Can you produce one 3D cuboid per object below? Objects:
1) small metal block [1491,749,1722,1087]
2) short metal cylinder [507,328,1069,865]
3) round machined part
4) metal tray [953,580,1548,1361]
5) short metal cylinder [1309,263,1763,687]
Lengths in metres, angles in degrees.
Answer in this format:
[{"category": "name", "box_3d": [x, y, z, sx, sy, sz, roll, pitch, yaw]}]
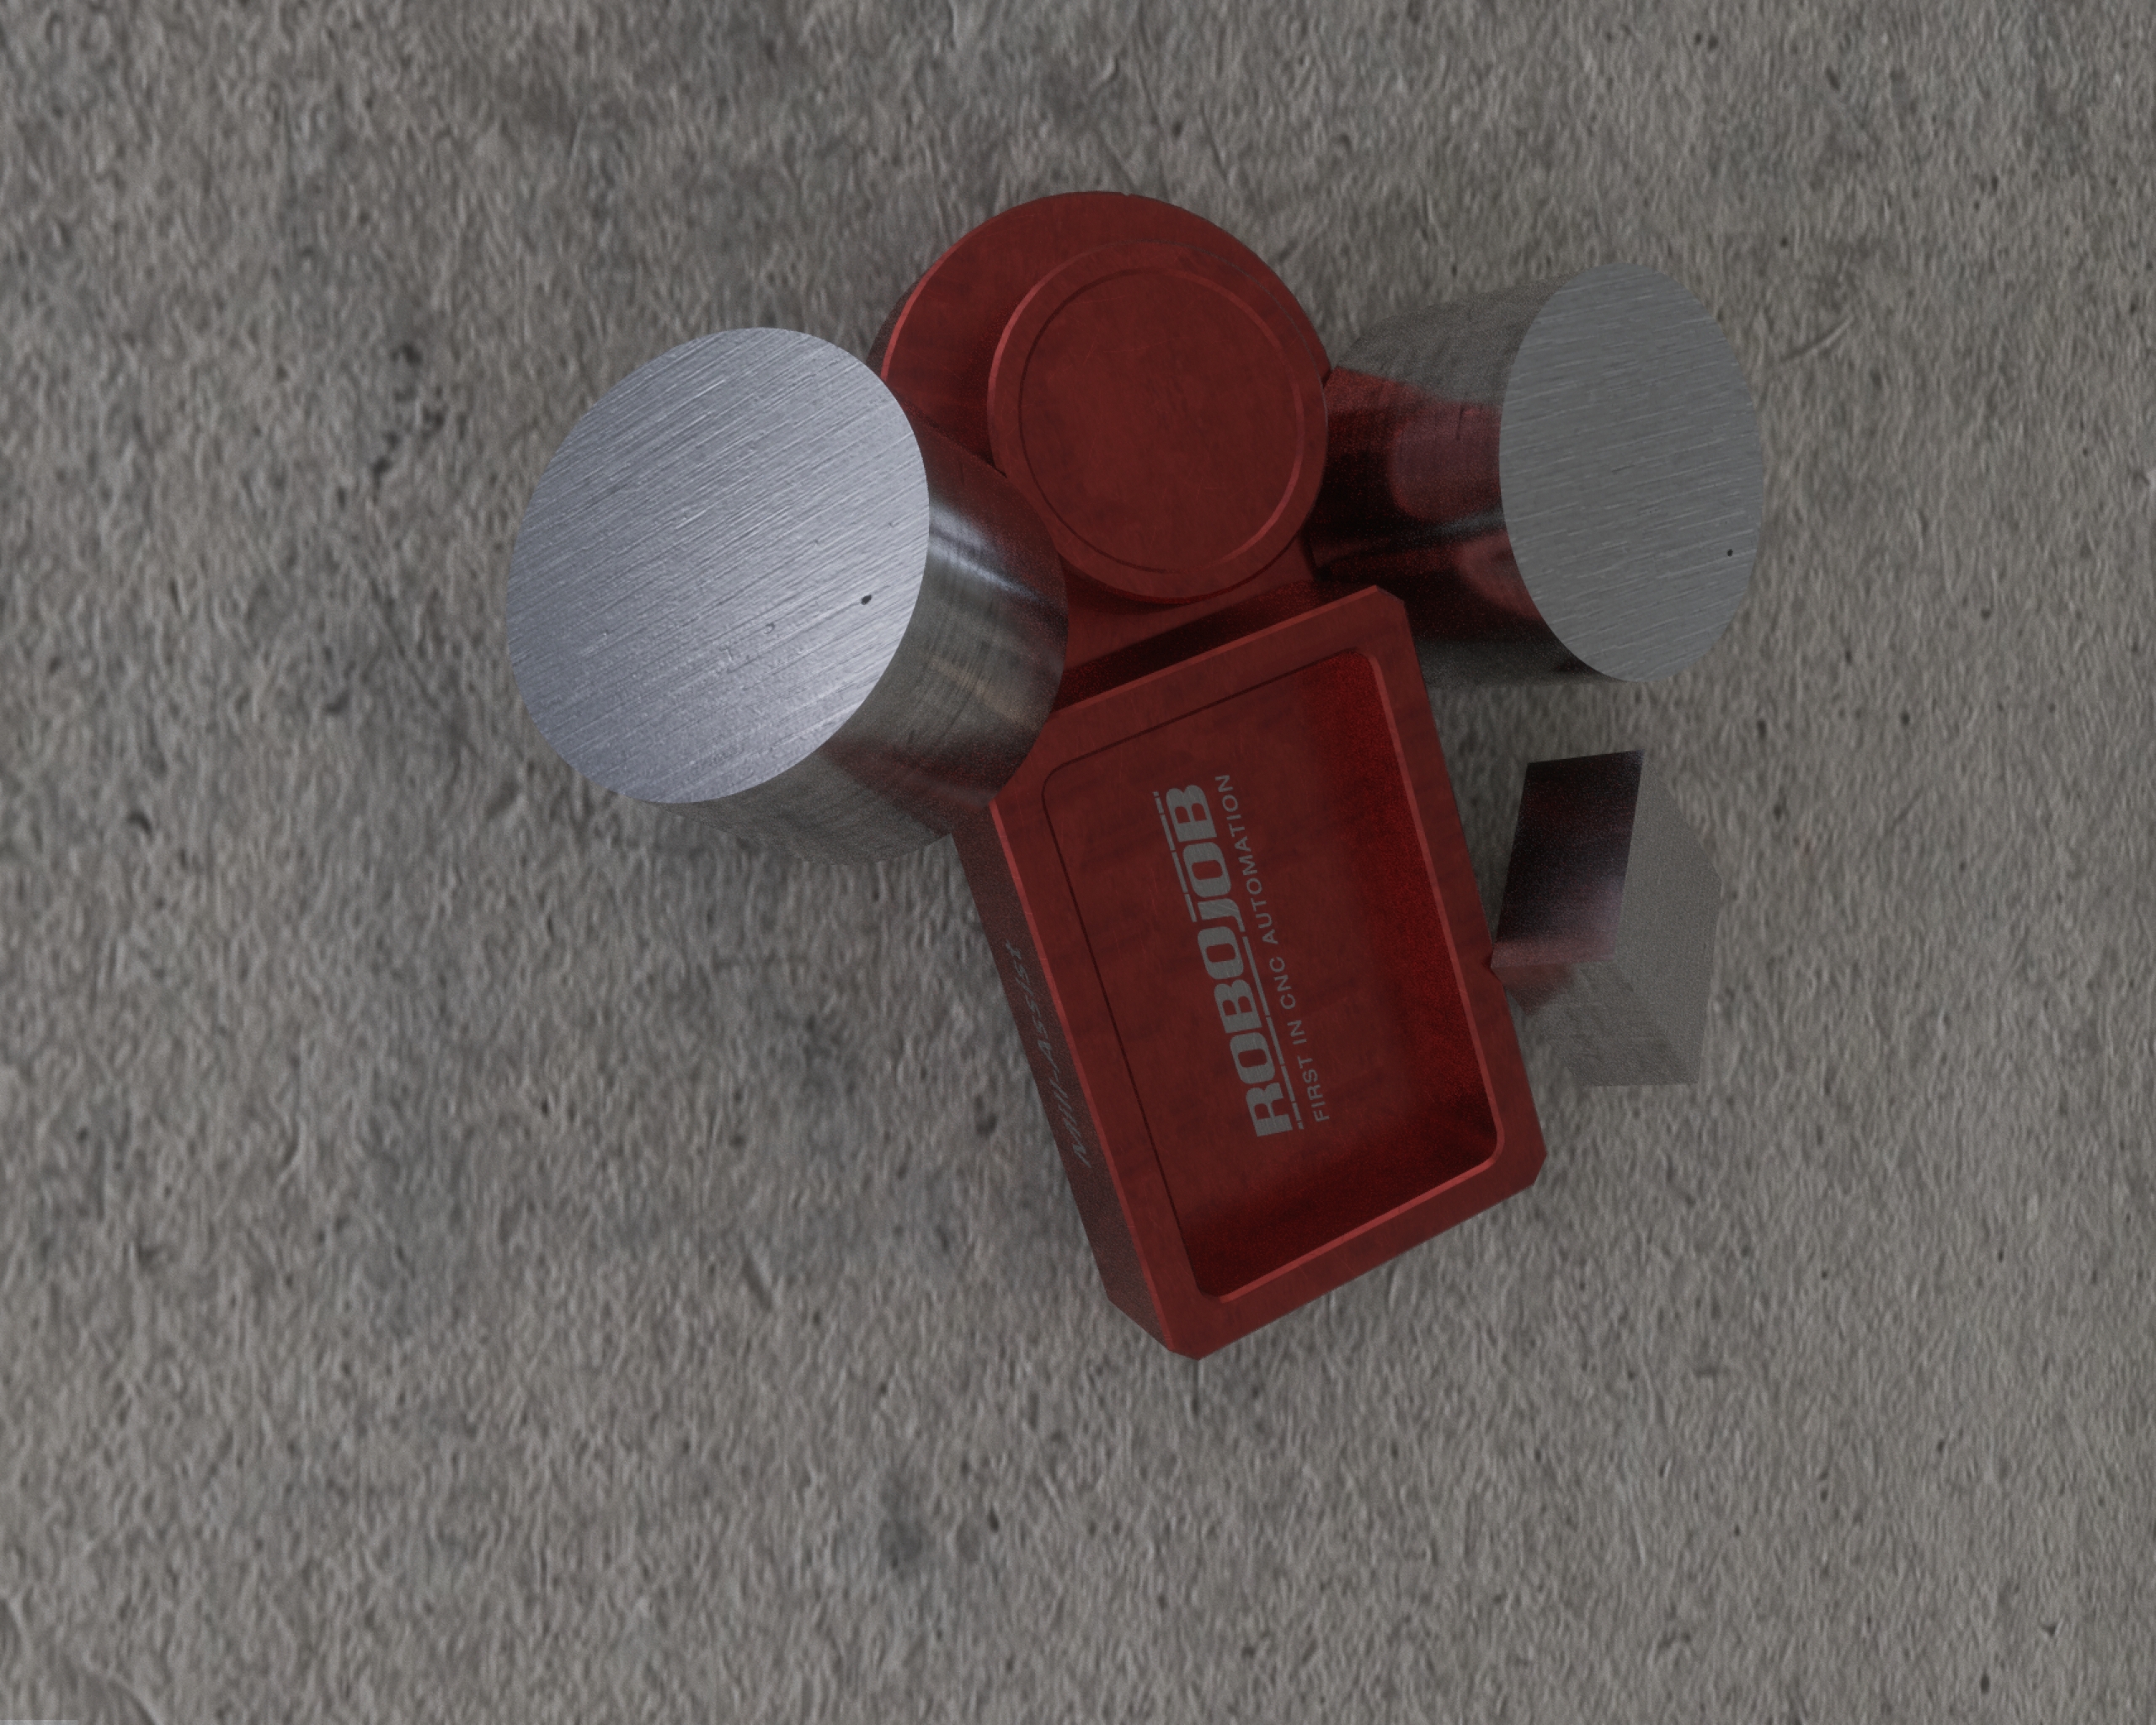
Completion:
[{"category": "small metal block", "box_3d": [0.111, 0.012, 0.433, 0.050, 0.025, 0.050, 47, 49, -41]}, {"category": "short metal cylinder", "box_3d": [-0.049, -0.043, 0.356, 0.050, 0.080, 0.080, 26, 78, -63]}, {"category": "round machined part", "box_3d": [0.009, -0.082, 0.405, 0.099, 0.042, 0.097, 0, 90, -20]}, {"category": "metal tray", "box_3d": [0.034, 0.020, 0.408, 0.091, 0.030, 0.129, -23, 107, -19]}, {"category": "short metal cylinder", "box_3d": [0.092, -0.075, 0.420, 0.081, 0.050, 0.079, -2, 93, -38]}]
